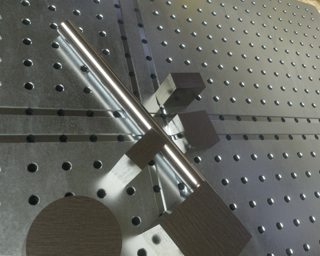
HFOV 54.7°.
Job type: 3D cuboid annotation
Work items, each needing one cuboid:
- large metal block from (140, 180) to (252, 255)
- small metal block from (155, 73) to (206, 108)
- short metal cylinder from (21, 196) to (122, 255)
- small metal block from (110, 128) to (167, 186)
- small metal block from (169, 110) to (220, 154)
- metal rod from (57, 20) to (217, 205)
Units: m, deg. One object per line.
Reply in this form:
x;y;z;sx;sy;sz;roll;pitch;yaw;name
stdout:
0.041;0.119;0.343;0.081;0.050;0.080;-34;81;-38;large metal block
0.028;-0.054;0.442;0.050;0.050;0.025;-7;65;-32;small metal block
-0.081;0.108;0.283;0.081;0.050;0.080;14;56;-21;short metal cylinder
-0.025;0.033;0.360;0.025;0.050;0.050;43;51;1;small metal block
0.048;0.005;0.433;0.050;0.025;0.050;-10;67;-33;small metal block
-0.034;-0.024;0.405;0.025;0.025;0.300;-35;82;-39;metal rod
